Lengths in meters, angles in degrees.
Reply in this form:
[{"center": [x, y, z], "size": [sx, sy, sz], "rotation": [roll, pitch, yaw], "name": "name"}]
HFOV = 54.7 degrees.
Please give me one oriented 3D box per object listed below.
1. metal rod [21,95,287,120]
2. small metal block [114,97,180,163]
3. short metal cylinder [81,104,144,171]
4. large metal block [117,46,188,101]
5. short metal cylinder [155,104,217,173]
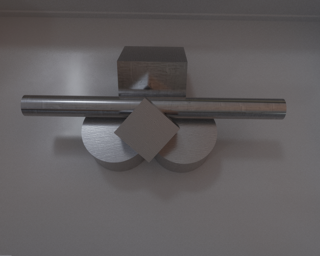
[{"center": [-0.007, -0.024, 0.364], "size": [0.302, 0.025, 0.025], "rotation": [1, 70, 0], "name": "metal rod"}, {"center": [-0.014, 0.001, 0.343], "size": [0.050, 0.025, 0.050], "rotation": [41, 96, -6], "name": "small metal block"}, {"center": [-0.053, 0.010, 0.391], "size": [0.081, 0.050, 0.080], "rotation": [0, 70, 0], "name": "short metal cylinder"}, {"center": [-0.009, -0.071, 0.399], "size": [0.081, 0.050, 0.080], "rotation": [1, 27, 0], "name": "large metal block"}, {"center": [0.028, 0.012, 0.391], "size": [0.081, 0.050, 0.080], "rotation": [0, 70, 0], "name": "short metal cylinder"}]
